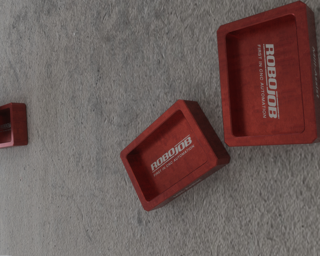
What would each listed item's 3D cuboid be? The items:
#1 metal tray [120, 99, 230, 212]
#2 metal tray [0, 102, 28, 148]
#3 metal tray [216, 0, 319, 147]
[{"bbox_3d":[0.013,0.036,0.391,0.129,0.030,0.090,-41,65,32],"label":"metal tray"},{"bbox_3d":[-0.339,-0.002,0.681,0.130,0.030,0.089,-8,85,39],"label":"metal tray"},{"bbox_3d":[0.108,-0.048,0.312,0.090,0.030,0.129,-6,86,39],"label":"metal tray"}]
